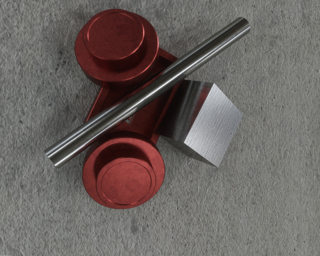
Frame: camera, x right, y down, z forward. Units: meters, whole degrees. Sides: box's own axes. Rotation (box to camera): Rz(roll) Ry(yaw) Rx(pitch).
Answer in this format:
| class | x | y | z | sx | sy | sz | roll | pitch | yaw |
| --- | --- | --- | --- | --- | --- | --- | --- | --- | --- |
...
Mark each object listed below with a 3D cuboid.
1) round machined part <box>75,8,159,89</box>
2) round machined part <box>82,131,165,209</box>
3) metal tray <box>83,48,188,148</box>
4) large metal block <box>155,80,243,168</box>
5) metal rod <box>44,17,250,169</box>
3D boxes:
| class | x | y | z | sx | sy | sz | roll | pitch | yaw |
| --- | --- | --- | --- | --- | --- | --- | --- | --- | --- |
| round machined part | -0.051 | -0.098 | 0.361 | 0.099 | 0.042 | 0.098 | 0 | 71 | 1 |
| round machined part | -0.041 | 0.056 | 0.368 | 0.099 | 0.042 | 0.097 | -4 | 111 | -11 |
| metal tray | -0.029 | -0.043 | 0.397 | 0.090 | 0.030 | 0.130 | 26 | 81 | -18 |
| large metal block | 0.053 | -0.005 | 0.402 | 0.080 | 0.050 | 0.080 | 36 | 77 | -41 |
| metal rod | -0.002 | -0.052 | 0.378 | 0.301 | 0.025 | 0.025 | -37 | 102 | -16 |
